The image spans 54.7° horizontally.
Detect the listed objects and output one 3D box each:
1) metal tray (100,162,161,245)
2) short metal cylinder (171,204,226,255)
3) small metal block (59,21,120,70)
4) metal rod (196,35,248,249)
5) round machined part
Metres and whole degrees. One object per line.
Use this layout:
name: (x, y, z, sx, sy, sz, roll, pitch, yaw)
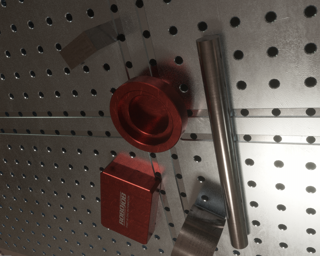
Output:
metal tray: (-0.052, 0.126, 0.511, 0.090, 0.030, 0.129, 18, 126, 17)
short metal cylinder: (0.055, 0.156, 0.442, 0.050, 0.080, 0.079, 23, 127, 14)
small metal block: (-0.085, -0.100, 0.376, 0.050, 0.050, 0.025, -23, 106, 36)
metal rod: (0.083, 0.036, 0.389, 0.025, 0.025, 0.298, 0, 119, 28)
round machined part: (-0.010, -0.020, 0.392, 0.098, 0.042, 0.097, 14, 125, 21)
